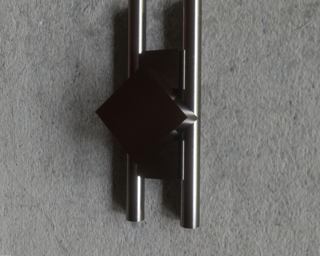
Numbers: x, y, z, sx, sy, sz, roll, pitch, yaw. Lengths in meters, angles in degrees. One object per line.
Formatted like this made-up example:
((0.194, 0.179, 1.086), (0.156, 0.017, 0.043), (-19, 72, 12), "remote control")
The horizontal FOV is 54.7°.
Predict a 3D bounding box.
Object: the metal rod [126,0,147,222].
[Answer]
((-0.032, -0.025, 0.421), (0.025, 0.025, 0.298), (1, 90, 19), "metal rod")

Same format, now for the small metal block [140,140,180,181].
((0.002, 0.041, 0.407), (0.050, 0.025, 0.050), (1, 90, 19), "small metal block")

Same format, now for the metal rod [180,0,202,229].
((0.040, -0.024, 0.396), (0.025, 0.025, 0.298), (1, 90, 19), "metal rod")

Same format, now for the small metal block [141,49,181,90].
((0.004, -0.075, 0.407), (0.050, 0.025, 0.050), (1, 90, 19), "small metal block")

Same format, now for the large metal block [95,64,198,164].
((-0.015, -0.015, 0.373), (0.080, 0.050, 0.080), (-43, 77, 15), "large metal block")
